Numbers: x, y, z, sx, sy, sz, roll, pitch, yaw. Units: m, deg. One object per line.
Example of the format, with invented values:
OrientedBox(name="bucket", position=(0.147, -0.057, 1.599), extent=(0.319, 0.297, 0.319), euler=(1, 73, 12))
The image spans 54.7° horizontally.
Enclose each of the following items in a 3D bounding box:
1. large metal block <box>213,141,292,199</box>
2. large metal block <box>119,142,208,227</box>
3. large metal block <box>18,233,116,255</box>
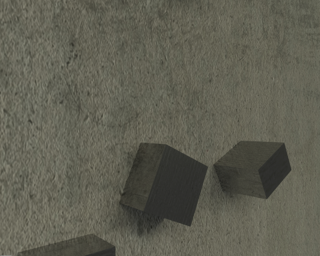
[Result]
OrientedBox(name="large metal block", position=(0.147, 0.062, 0.492), extent=(0.081, 0.080, 0.050), euler=(-33, 111, -35))
OrientedBox(name="large metal block", position=(0.007, 0.071, 0.394), extent=(0.080, 0.050, 0.080), euler=(30, 71, -36))
OrientedBox(name="large metal block", position=(-0.093, 0.162, 0.311), extent=(0.081, 0.050, 0.079), euler=(-1, 91, -40))
